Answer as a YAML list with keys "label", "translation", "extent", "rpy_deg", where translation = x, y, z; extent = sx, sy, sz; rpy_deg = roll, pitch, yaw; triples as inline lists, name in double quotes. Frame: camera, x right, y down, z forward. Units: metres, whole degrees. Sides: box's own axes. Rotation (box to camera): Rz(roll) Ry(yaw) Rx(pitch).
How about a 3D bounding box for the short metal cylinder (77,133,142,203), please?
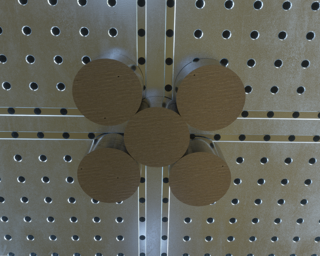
- label: "short metal cylinder"
  translation: [-0.065, 0.053, 0.418]
  extent: [0.081, 0.050, 0.079]
  rpy_deg: [0, 110, -1]

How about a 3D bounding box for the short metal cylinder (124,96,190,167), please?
- label: "short metal cylinder"
  translation: [-0.004, 0.004, 0.401]
  extent: [0.081, 0.050, 0.079]
  rpy_deg: [0, 110, -1]

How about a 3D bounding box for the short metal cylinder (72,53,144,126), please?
- label: "short metal cylinder"
  translation: [-0.061, -0.049, 0.381]
  extent: [0.081, 0.050, 0.079]
  rpy_deg: [0, 110, -1]

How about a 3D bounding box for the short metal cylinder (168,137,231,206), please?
- label: "short metal cylinder"
  translation: [0.051, 0.058, 0.422]
  extent: [0.081, 0.050, 0.079]
  rpy_deg: [0, 110, -1]

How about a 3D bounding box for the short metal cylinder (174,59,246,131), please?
- label: "short metal cylinder"
  translation: [0.059, -0.042, 0.383]
  extent: [0.081, 0.050, 0.079]
  rpy_deg: [0, 110, -1]
